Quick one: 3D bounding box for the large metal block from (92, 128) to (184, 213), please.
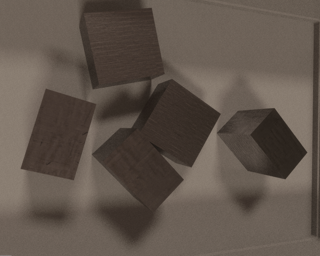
[{"bbox_3d":[-0.030,0.046,0.371,0.050,0.080,0.080,-45,105,-15],"label":"large metal block"}]

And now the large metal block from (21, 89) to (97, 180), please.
[{"bbox_3d":[-0.112,0.007,0.340,0.050,0.080,0.080,17,84,-20],"label":"large metal block"}]

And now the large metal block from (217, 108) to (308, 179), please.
[{"bbox_3d":[0.140,0.020,0.435,0.050,0.080,0.080,-45,104,-15],"label":"large metal block"}]

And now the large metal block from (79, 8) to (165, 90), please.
[{"bbox_3d":[-0.048,-0.096,0.380,0.081,0.050,0.079,-13,95,-20],"label":"large metal block"}]

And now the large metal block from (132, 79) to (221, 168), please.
[{"bbox_3d":[0.018,-0.005,0.405,0.080,0.050,0.080,33,79,-17],"label":"large metal block"}]
